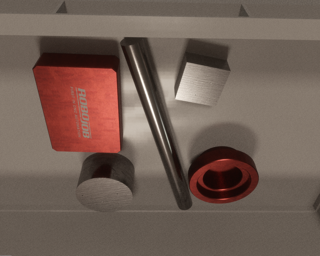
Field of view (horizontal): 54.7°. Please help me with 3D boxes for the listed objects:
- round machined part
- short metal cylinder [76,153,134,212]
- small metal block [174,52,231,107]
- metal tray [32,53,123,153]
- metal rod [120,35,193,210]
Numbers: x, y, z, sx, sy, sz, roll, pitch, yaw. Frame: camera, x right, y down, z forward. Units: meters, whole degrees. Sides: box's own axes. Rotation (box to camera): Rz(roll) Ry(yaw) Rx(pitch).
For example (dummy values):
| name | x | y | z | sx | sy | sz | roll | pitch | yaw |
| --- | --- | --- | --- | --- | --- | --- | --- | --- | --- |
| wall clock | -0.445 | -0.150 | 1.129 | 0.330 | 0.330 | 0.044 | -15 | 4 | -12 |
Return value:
| name | x | y | z | sx | sy | sz | roll | pitch | yaw |
| --- | --- | --- | --- | --- | --- | --- | --- | --- | --- |
| round machined part | 0.090 | 0.065 | 0.455 | 0.099 | 0.042 | 0.097 | -1 | 130 | 0 |
| short metal cylinder | -0.080 | 0.081 | 0.461 | 0.081 | 0.050 | 0.079 | 0 | 130 | 0 |
| small metal block | 0.048 | -0.056 | 0.362 | 0.050 | 0.025 | 0.050 | 10 | 130 | -9 |
| metal tray | -0.094 | -0.026 | 0.382 | 0.091 | 0.030 | 0.129 | 2 | 130 | -2 |
| metal rod | 0.006 | 0.017 | 0.423 | 0.025 | 0.025 | 0.299 | -11 | 130 | 9 |
